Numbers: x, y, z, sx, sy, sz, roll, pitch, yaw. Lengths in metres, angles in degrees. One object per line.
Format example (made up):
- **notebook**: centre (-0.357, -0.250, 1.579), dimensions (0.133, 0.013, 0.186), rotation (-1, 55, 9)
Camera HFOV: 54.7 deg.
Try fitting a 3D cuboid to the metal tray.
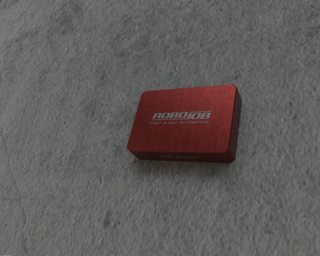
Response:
- **metal tray**: centre (0.030, -0.005, 0.387), dimensions (0.130, 0.030, 0.090), rotation (-1, 61, 27)
